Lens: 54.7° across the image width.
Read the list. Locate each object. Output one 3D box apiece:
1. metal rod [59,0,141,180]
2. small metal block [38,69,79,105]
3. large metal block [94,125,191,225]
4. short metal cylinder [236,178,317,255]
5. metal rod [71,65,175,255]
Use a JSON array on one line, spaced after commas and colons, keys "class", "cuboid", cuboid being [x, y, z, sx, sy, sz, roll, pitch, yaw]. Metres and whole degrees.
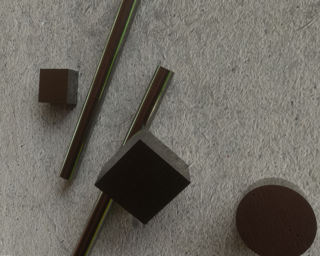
[{"class": "metal rod", "cuboid": [-0.082, -0.066, 0.437, 0.025, 0.025, 0.298, 24, 98, 18]}, {"class": "small metal block", "cuboid": [-0.151, -0.062, 0.462, 0.050, 0.025, 0.050, 4, 91, 20]}, {"class": "large metal block", "cuboid": [-0.020, 0.058, 0.386, 0.080, 0.050, 0.080, 42, 104, -12]}, {"class": "short metal cylinder", "cuboid": [0.130, 0.100, 0.350, 0.080, 0.050, 0.080, 0, 90, 20]}, {"class": "metal rod", "cuboid": [-0.054, 0.056, 0.428, 0.025, 0.025, 0.298, 28, 99, 18]}]
